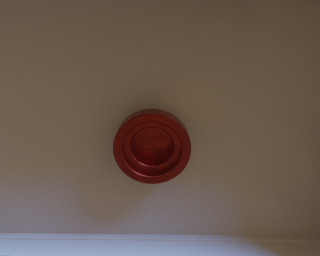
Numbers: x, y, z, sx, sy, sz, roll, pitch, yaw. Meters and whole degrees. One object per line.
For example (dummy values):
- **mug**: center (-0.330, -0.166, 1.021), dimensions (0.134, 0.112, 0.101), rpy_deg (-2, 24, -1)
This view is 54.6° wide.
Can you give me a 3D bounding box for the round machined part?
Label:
- **round machined part**: center (-0.010, 0.021, 0.410), dimensions (0.099, 0.042, 0.097), rpy_deg (0, 110, 0)
